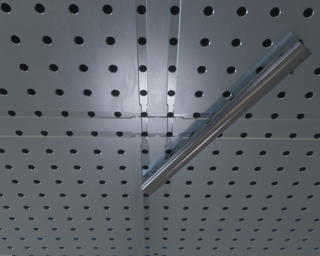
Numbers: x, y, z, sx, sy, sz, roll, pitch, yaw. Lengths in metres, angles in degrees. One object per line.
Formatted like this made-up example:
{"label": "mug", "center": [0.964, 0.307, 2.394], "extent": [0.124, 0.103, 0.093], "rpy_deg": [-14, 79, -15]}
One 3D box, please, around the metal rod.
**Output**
{"label": "metal rod", "center": [0.068, 0.003, 0.414], "extent": [0.025, 0.025, 0.299], "rpy_deg": [29, 124, -23]}
